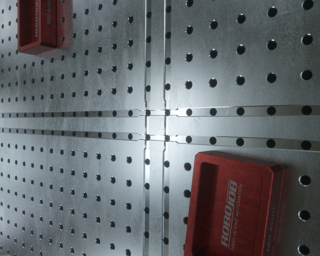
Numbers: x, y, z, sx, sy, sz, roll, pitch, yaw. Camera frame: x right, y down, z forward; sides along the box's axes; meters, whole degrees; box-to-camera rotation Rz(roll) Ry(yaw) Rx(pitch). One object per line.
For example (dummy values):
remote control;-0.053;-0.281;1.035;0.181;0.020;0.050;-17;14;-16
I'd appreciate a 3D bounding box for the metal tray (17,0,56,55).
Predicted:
metal tray;-0.240;-0.215;0.599;0.090;0.030;0.129;-1;89;39

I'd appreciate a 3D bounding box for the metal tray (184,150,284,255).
metal tray;0.077;0.096;0.340;0.090;0.030;0.129;10;96;39
